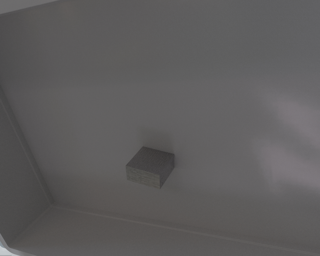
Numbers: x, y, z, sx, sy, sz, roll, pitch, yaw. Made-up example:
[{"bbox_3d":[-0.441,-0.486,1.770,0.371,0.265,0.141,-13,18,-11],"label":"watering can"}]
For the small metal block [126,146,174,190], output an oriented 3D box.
[{"bbox_3d":[-0.013,0.054,0.433,0.050,0.050,0.025,12,124,21],"label":"small metal block"}]
